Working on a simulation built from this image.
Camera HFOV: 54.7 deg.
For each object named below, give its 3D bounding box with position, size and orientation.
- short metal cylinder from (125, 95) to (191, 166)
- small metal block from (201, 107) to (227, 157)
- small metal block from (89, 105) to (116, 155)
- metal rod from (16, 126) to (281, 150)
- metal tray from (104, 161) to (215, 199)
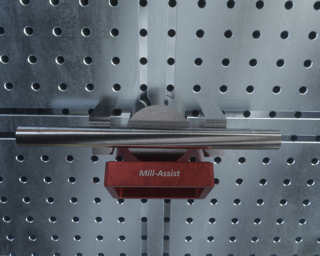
[{"bbox_3d":[-0.002,0.002,0.400,0.081,0.050,0.079,0,110,0],"label":"short metal cylinder"},{"bbox_3d":[0.068,0.004,0.402,0.025,0.050,0.050,-1,110,0],"label":"small metal block"},{"bbox_3d":[-0.072,0.001,0.400,0.025,0.050,0.050,-1,110,0],"label":"small metal block"},{"bbox_3d":[-0.013,0.012,0.364,0.302,0.025,0.025,1,110,0],"label":"metal rod"},{"bbox_3d":[-0.001,0.071,0.407,0.131,0.090,0.030,0,67,0],"label":"metal tray"}]
